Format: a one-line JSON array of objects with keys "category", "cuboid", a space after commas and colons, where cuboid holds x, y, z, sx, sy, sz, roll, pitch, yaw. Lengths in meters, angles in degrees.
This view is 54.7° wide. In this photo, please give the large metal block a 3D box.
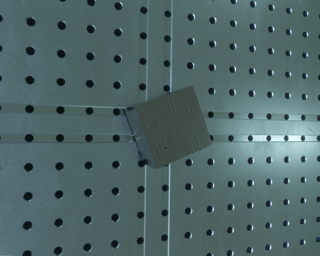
[{"category": "large metal block", "cuboid": [0.010, -0.002, 0.401, 0.081, 0.050, 0.080, -22, 98, -19]}]
